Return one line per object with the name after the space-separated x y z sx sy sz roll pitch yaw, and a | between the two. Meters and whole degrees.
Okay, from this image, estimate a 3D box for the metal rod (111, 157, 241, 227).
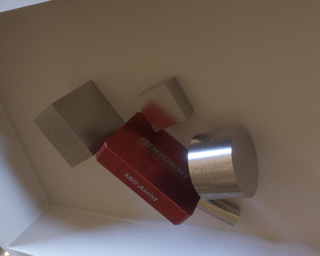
-0.027 0.061 0.457 0.301 0.025 0.025 25 127 12 | metal rod

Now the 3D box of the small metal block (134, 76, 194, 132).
0.005 -0.029 0.384 0.050 0.025 0.050 -22 107 35 | small metal block

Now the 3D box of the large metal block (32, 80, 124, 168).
-0.107 -0.007 0.421 0.050 0.080 0.080 -29 102 37 | large metal block

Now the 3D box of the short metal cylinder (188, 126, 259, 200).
0.075 0.041 0.356 0.050 0.080 0.080 -12 113 34 | short metal cylinder

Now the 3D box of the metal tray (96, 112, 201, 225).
-0.004 0.047 0.394 0.130 0.090 0.030 40 128 1 | metal tray
